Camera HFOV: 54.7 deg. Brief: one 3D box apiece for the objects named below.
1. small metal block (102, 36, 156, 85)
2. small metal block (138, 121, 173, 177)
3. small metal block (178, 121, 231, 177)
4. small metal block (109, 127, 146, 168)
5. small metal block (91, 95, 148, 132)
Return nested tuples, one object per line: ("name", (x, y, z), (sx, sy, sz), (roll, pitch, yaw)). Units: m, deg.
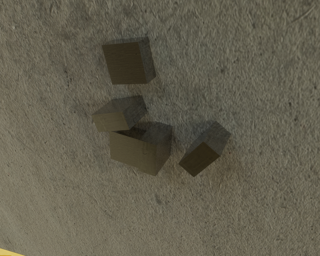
("small metal block", (-0.037, -0.081, 0.376), (0.050, 0.025, 0.050), (3, 120, 27))
("small metal block", (-0.006, 0.027, 0.410), (0.025, 0.050, 0.050), (16, 125, 19))
("small metal block", (0.055, 0.025, 0.377), (0.025, 0.050, 0.050), (42, 129, 0))
("small metal block", (-0.044, 0.025, 0.446), (0.050, 0.025, 0.050), (16, 125, 19))
("small metal block", (-0.052, -0.019, 0.406), (0.050, 0.050, 0.025), (-4, 116, 30))
